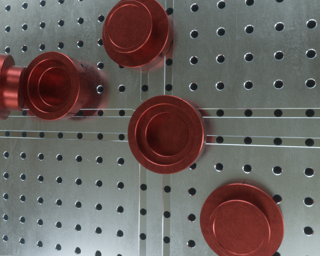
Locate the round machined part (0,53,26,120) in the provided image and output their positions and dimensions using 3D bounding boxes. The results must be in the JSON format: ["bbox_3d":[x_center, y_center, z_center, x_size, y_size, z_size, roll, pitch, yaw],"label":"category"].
[{"bbox_3d":[-0.225,-0.060,0.460,0.042,0.098,0.097,6,93,-14],"label":"round machined part"}]

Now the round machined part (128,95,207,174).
[{"bbox_3d":[0.012,0.008,0.399,0.098,0.042,0.097,0,90,19],"label":"round machined part"}]

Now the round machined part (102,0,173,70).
[{"bbox_3d":[-0.035,-0.130,0.415,0.098,0.042,0.097,0,90,19],"label":"round machined part"}]

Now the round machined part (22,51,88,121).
[{"bbox_3d":[-0.148,-0.059,0.454,0.098,0.042,0.097,0,90,19],"label":"round machined part"}]

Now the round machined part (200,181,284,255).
[{"bbox_3d":[0.096,0.115,0.370,0.098,0.042,0.097,0,90,19],"label":"round machined part"}]
